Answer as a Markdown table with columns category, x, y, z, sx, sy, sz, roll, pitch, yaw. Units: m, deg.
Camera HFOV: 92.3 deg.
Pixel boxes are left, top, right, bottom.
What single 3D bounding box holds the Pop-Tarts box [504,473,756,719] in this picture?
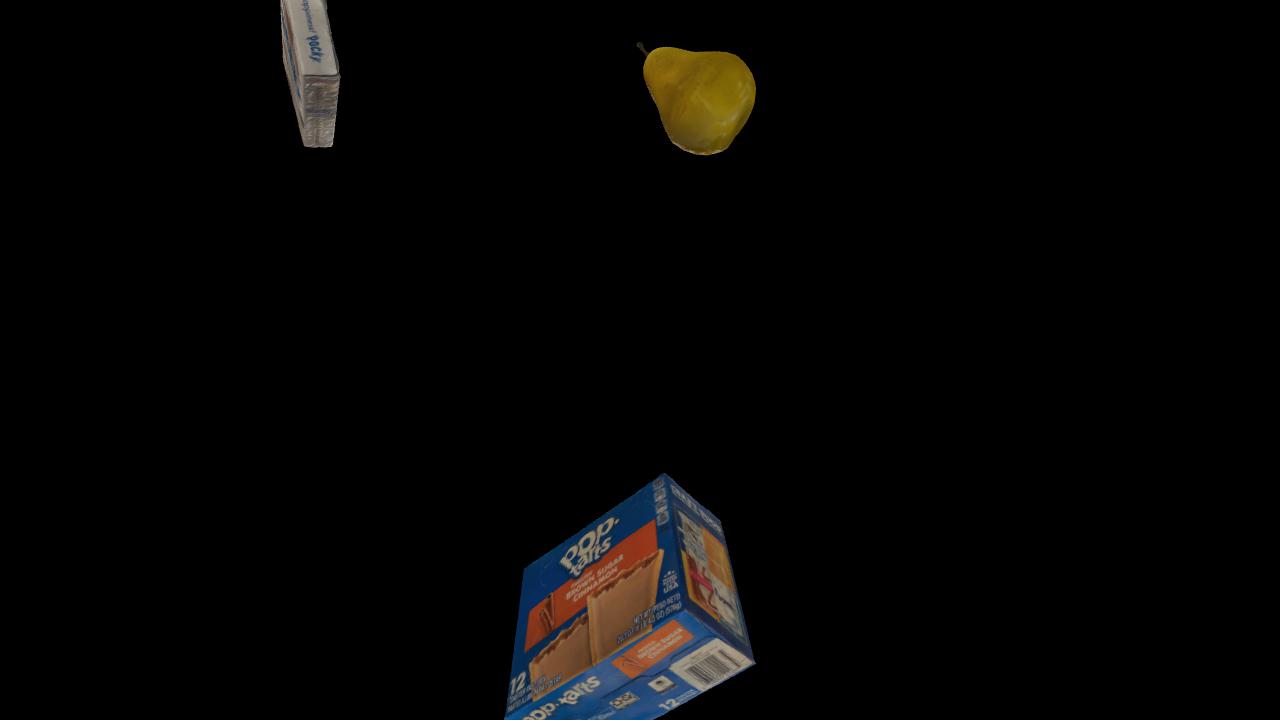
| category | x | y | z | sx | sy | sz | roll | pitch | yaw |
| --- | --- | --- | --- | --- | --- | --- | --- | --- | --- |
| Pop-Tarts box | -0.013 | 0.198 | 0.487 | 0.167 | 0.083 | 0.141 | -37 | 25 | 16 |

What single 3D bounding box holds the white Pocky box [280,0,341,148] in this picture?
| category | x | y | z | sx | sy | sz | roll | pitch | yaw |
| --- | --- | --- | --- | --- | --- | --- | --- | --- | --- |
| white Pocky box | -0.273 | -0.242 | 0.509 | 0.028 | 0.084 | 0.154 | -13 | 4 | -29 |

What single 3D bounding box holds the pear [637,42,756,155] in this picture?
| category | x | y | z | sx | sy | sz | roll | pitch | yaw |
| --- | --- | --- | --- | --- | --- | --- | --- | --- | --- |
| pear | 0.034 | -0.215 | 0.486 | 0.111 | 0.080 | 0.080 | 33 | 4 | 6 |
